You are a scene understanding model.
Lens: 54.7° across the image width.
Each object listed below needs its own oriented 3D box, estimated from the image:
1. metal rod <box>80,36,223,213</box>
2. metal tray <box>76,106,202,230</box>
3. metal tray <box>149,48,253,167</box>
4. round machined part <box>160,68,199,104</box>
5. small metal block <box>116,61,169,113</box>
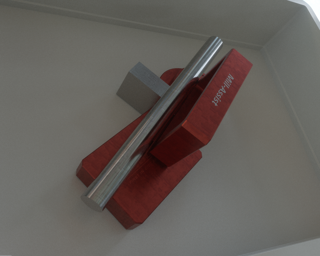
[{"bbox_3d":[0.009,-0.027,0.377,0.025,0.025,0.301,39,55,-3],"label":"metal rod"},{"bbox_3d":[-0.019,0.041,0.366,0.090,0.030,0.131,46,51,4],"label":"metal tray"},{"bbox_3d":[0.047,-0.023,0.354,0.030,0.090,0.130,39,57,-6],"label":"metal tray"},{"bbox_3d":[0.043,-0.048,0.446,0.099,0.042,0.098,14,56,-21],"label":"round machined part"},{"bbox_3d":[-0.023,-0.050,0.407,0.050,0.050,0.025,39,51,-3],"label":"small metal block"}]
